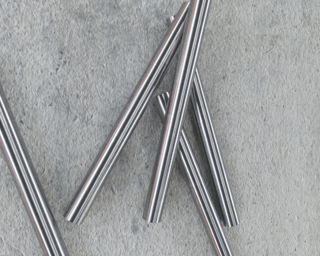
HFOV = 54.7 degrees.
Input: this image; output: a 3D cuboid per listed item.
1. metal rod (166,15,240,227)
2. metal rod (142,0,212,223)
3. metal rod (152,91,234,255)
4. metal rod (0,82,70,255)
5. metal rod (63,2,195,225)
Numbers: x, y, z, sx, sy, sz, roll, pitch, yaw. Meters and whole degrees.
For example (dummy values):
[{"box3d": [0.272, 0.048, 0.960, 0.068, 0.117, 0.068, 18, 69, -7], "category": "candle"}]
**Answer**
[{"box3d": [0.062, -0.006, 0.431, 0.025, 0.025, 0.298, -18, 96, -19], "category": "metal rod"}, {"box3d": [0.021, -0.025, 0.385, 0.025, 0.025, 0.298, 10, 98, -20], "category": "metal rod"}, {"box3d": [0.056, 0.092, 0.429, 0.025, 0.025, 0.299, -25, 98, -18], "category": "metal rod"}, {"box3d": [-0.151, 0.061, 0.353, 0.025, 0.025, 0.298, -21, 97, -19], "category": "metal rod"}, {"box3d": [-0.032, -0.022, 0.382, 0.025, 0.025, 0.299, 30, 85, -18], "category": "metal rod"}]
